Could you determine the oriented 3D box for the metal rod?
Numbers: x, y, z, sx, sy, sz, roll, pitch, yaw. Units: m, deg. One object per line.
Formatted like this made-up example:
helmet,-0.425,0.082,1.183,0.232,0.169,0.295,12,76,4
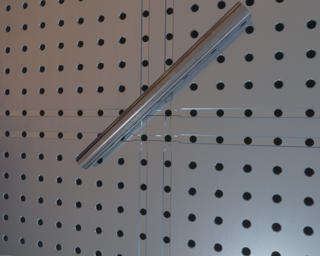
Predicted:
metal rod,-0.004,-0.047,0.413,0.299,0.025,0.025,-42,77,14
